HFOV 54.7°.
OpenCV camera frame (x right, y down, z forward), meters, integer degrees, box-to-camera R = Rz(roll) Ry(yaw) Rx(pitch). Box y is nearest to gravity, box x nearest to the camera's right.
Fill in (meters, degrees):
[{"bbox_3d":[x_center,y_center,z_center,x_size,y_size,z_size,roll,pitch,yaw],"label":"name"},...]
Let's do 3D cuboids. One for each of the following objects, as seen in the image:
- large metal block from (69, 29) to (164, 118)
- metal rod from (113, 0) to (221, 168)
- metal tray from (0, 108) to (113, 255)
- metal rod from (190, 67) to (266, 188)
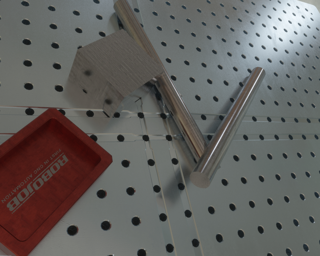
[{"bbox_3d":[-0.056,-0.073,0.407,0.080,0.050,0.080,46,51,4],"label":"large metal block"},{"bbox_3d":[0.004,-0.069,0.453,0.025,0.025,0.299,-16,70,-35],"label":"metal rod"},{"bbox_3d":[-0.122,0.050,0.309,0.090,0.030,0.131,41,51,-1],"label":"metal tray"},{"bbox_3d":[0.114,-0.021,0.463,0.025,0.025,0.301,41,44,-1],"label":"metal rod"}]
